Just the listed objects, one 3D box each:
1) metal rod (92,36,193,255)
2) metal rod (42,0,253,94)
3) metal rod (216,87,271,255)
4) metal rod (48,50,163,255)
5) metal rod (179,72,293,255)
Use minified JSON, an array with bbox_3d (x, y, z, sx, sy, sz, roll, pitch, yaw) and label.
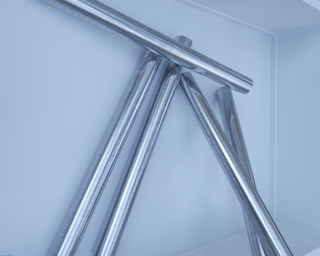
[{"bbox_3d":[-0.016,0.013,0.392,0.025,0.025,0.299,32,70,-36],"label":"metal rod"},{"bbox_3d":[-0.001,-0.102,0.373,0.302,0.025,0.025,18,78,-29],"label":"metal rod"},{"bbox_3d":[0.115,0.070,0.420,0.025,0.025,0.299,21,51,-38],"label":"metal rod"},{"bbox_3d":[-0.058,0.026,0.357,0.025,0.025,0.300,35,68,-35],"label":"metal rod"},{"bbox_3d":[0.094,0.055,0.387,0.025,0.025,0.299,-8,64,-40],"label":"metal rod"}]
